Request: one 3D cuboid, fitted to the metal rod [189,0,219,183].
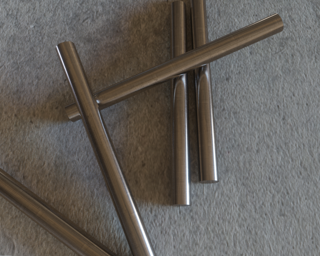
[{"bbox_3d":[0.059,-0.073,0.435,0.025,0.025,0.299,0,70,-1],"label":"metal rod"}]

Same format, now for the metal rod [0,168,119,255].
[{"bbox_3d":[-0.156,0.091,0.372,0.301,0.025,0.025,32,73,10],"label":"metal rod"}]

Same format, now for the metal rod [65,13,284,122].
[{"bbox_3d":[0.017,-0.079,0.410,0.301,0.025,0.025,-23,72,1],"label":"metal rod"}]

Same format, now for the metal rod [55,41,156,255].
[{"bbox_3d":[-0.066,0.030,0.375,0.025,0.025,0.299,-21,80,-8],"label":"metal rod"}]

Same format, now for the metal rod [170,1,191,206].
[{"bbox_3d":[0.027,-0.047,0.425,0.025,0.025,0.299,1,70,0],"label":"metal rod"}]
